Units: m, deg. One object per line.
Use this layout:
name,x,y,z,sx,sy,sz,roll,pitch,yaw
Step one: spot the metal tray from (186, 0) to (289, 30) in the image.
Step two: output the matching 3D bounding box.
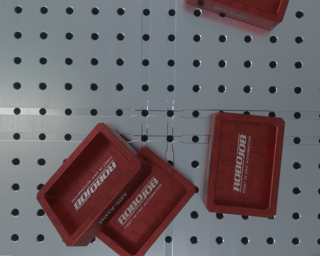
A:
metal tray,0.108,-0.196,0.411,0.131,0.030,0.090,18,90,0

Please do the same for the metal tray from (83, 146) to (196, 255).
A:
metal tray,-0.027,0.100,0.410,0.090,0.030,0.130,39,90,0

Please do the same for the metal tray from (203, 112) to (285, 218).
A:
metal tray,0.110,0.047,0.411,0.090,0.030,0.129,6,90,0

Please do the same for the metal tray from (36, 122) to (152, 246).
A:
metal tray,-0.084,0.069,0.388,0.130,0.030,0.090,-49,59,1
